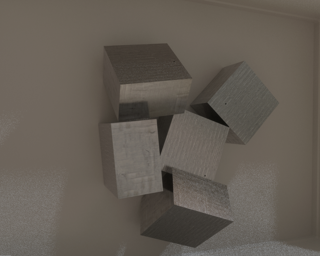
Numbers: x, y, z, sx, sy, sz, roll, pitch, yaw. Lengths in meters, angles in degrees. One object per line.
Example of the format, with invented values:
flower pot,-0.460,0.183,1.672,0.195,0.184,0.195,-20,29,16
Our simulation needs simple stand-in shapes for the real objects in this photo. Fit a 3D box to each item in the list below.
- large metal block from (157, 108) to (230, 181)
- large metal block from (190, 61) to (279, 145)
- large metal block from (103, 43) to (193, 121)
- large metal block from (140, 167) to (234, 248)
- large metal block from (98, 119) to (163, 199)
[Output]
large metal block,0.035,0.024,0.411,0.080,0.050,0.080,20,83,-19
large metal block,0.105,-0.034,0.436,0.080,0.050,0.080,46,76,-15
large metal block,-0.019,-0.057,0.367,0.081,0.080,0.050,-8,135,-19
large metal block,0.030,0.102,0.386,0.080,0.080,0.050,21,41,-21
large metal block,-0.038,0.032,0.367,0.050,0.080,0.079,-6,92,-20
